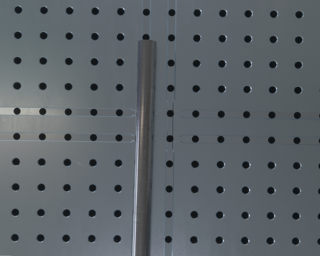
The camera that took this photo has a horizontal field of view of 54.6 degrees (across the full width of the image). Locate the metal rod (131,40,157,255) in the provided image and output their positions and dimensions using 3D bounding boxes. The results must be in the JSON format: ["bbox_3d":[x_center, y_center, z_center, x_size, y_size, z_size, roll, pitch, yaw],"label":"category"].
[{"bbox_3d":[-0.022,0.035,0.413,0.025,0.025,0.298,2,90,0],"label":"metal rod"}]
